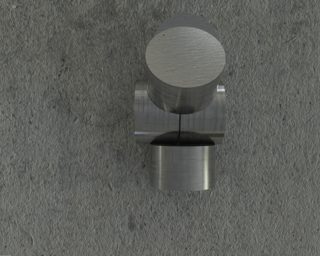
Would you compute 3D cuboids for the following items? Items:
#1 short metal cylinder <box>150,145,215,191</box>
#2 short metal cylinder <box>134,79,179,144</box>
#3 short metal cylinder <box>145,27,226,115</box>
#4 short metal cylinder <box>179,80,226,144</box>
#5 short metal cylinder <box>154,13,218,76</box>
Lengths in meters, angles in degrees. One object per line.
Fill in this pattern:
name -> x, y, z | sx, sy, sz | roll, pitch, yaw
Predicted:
short metal cylinder -> 0.027, 0.045, 0.384 | 0.081, 0.080, 0.050 | 0, 90, -1
short metal cylinder -> -0.004, -0.020, 0.384 | 0.050, 0.080, 0.079 | 1, 90, -1
short metal cylinder -> 0.025, -0.061, 0.333 | 0.081, 0.050, 0.080 | 1, 61, -1
short metal cylinder -> 0.049, -0.019, 0.384 | 0.050, 0.080, 0.079 | 0, 90, 0
short metal cylinder -> 0.031, -0.099, 0.400 | 0.081, 0.050, 0.079 | 0, 90, -1
